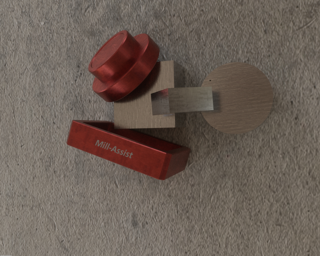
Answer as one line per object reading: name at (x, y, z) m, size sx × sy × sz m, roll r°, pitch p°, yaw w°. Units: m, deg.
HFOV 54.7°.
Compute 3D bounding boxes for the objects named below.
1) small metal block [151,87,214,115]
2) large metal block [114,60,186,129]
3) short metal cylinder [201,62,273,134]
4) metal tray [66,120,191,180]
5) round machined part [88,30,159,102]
small metal block at (0.023, -0.029, 0.340) m, size 0.050 × 0.050 × 0.025 m, roll -5°, pitch 91°, yaw -22°
large metal block at (-0.012, -0.040, 0.402) m, size 0.080 × 0.050 × 0.080 m, roll -2°, pitch 90°, yaw 20°
short metal cylinder at (0.091, -0.033, 0.366) m, size 0.080 × 0.050 × 0.080 m, roll 0°, pitch 90°, yaw 20°
metal tray at (-0.036, 0.023, 0.388) m, size 0.130 × 0.090 × 0.030 m, roll 18°, pitch 96°, yaw 19°
round machined part at (-0.051, -0.083, 0.389) m, size 0.098 × 0.098 × 0.042 m, roll -38°, pitch 122°, yaw 16°
